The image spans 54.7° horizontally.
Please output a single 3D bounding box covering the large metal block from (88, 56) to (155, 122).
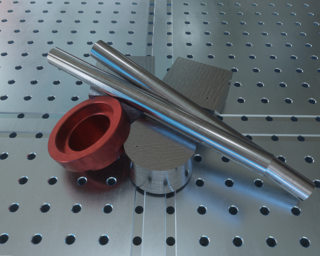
[{"bbox_3d":[-0.048,-0.055,0.428,0.081,0.050,0.080,1,50,0],"label":"large metal block"}]

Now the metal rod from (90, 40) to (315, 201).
[{"bbox_3d":[0.042,-0.014,0.366,0.300,0.025,0.025,35,57,9],"label":"metal rod"}]

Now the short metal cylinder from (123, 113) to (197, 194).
[{"bbox_3d":[0.000,0.029,0.361,0.081,0.050,0.080,0,50,0],"label":"short metal cylinder"}]

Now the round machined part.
[{"bbox_3d":[-0.078,0.011,0.367,0.098,0.042,0.098,-16,44,17],"label":"round machined part"}]

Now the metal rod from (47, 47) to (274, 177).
[{"bbox_3d":[-0.016,-0.029,0.360,0.300,0.025,0.025,28,56,20],"label":"metal rod"}]

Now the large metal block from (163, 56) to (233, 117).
[{"bbox_3d":[0.046,-0.045,0.423,0.080,0.050,0.080,19,53,15],"label":"large metal block"}]
